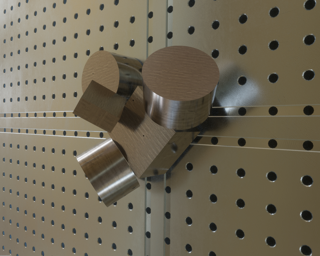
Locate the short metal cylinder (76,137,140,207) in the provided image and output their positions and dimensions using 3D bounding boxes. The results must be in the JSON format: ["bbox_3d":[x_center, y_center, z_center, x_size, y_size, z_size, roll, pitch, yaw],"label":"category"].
[{"bbox_3d":[-0.070,0.059,0.419,0.050,0.080,0.080,-32,70,-13],"label":"short metal cylinder"}]

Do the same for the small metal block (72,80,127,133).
[{"bbox_3d":[-0.073,-0.028,0.384,0.025,0.050,0.050,-53,16,29],"label":"small metal block"}]

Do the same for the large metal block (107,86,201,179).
[{"bbox_3d":[-0.010,0.005,0.394,0.080,0.050,0.080,52,120,27],"label":"large metal block"}]

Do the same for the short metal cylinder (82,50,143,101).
[{"bbox_3d":[-0.067,-0.066,0.444,0.080,0.050,0.079,0,90,40],"label":"short metal cylinder"}]

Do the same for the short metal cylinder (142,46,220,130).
[{"bbox_3d":[0.021,-0.045,0.342,0.080,0.081,0.050,51,158,28],"label":"short metal cylinder"}]
